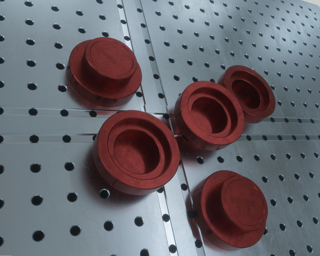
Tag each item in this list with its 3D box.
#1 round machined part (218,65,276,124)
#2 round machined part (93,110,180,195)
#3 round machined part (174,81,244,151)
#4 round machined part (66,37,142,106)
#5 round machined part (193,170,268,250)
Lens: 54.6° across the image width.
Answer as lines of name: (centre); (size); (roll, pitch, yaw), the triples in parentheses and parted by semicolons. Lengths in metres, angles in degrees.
round machined part: (0.132, -0.049, 0.497); (0.099, 0.042, 0.098); (14, 56, -21)
round machined part: (-0.030, 0.031, 0.362); (0.099, 0.042, 0.098); (13, 56, -21)
round machined part: (0.065, -0.014, 0.436); (0.099, 0.042, 0.098); (10, 63, -19)
round machined part: (-0.069, -0.080, 0.409); (0.099, 0.042, 0.098); (13, 56, -21)
round machined part: (0.094, 0.098, 0.387); (0.099, 0.042, 0.098); (13, 56, -21)
